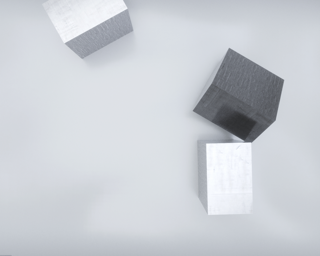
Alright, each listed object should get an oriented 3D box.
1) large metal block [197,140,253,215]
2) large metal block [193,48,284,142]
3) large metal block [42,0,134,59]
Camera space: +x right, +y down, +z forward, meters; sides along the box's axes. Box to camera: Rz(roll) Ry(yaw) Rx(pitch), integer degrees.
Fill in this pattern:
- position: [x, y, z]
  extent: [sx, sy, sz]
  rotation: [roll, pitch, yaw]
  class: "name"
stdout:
- position: [0.077, 0.056, 0.385]
  extent: [0.050, 0.080, 0.079]
  rotation: [-1, 90, 0]
  class: "large metal block"
- position: [0.098, -0.040, 0.380]
  extent: [0.080, 0.050, 0.080]
  rotation: [30, 49, 0]
  class: "large metal block"
- position: [-0.083, -0.135, 0.383]
  extent: [0.080, 0.080, 0.050]
  rotation: [-29, 90, 0]
  class: "large metal block"
